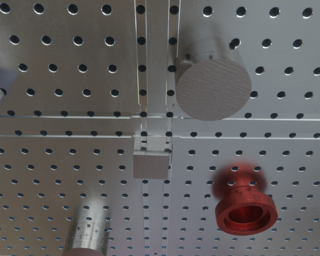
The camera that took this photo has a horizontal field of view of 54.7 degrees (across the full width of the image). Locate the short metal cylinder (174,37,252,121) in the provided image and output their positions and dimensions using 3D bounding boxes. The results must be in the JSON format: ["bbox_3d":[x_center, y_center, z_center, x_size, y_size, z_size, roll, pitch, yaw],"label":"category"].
[{"bbox_3d":[0.057,-0.054,0.349,0.081,0.050,0.079,0,130,0],"label":"short metal cylinder"}]

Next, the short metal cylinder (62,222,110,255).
[{"bbox_3d":[-0.138,0.222,0.583,0.081,0.050,0.079,0,130,0],"label":"short metal cylinder"}]

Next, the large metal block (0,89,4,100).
[{"bbox_3d":[-0.239,-0.022,0.345,0.050,0.080,0.080,48,120,2],"label":"large metal block"}]

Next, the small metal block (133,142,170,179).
[{"bbox_3d":[-0.013,0.049,0.453,0.050,0.025,0.050,2,130,-2],"label":"small metal block"}]

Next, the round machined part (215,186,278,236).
[{"bbox_3d":[0.141,0.135,0.516,0.099,0.042,0.097,0,130,0],"label":"round machined part"}]
